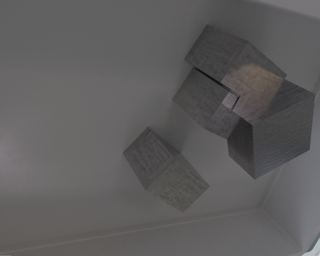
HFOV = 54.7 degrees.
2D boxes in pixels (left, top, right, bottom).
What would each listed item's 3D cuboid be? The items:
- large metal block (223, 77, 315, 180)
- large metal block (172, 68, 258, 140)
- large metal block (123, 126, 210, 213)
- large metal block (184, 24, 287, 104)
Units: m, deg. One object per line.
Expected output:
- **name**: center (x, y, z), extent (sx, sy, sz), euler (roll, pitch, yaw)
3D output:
- **large metal block**: center (0.124, 0.000, 0.356), extent (0.080, 0.050, 0.080), euler (-25, 128, -13)
- **large metal block**: center (0.076, -0.026, 0.398), extent (0.080, 0.080, 0.050), euler (23, 106, -37)
- **large metal block**: center (0.007, 0.055, 0.411), extent (0.050, 0.080, 0.080), euler (-46, 129, 4)
- **large metal block**: center (0.090, -0.074, 0.376), extent (0.080, 0.080, 0.050), euler (24, 105, -37)
